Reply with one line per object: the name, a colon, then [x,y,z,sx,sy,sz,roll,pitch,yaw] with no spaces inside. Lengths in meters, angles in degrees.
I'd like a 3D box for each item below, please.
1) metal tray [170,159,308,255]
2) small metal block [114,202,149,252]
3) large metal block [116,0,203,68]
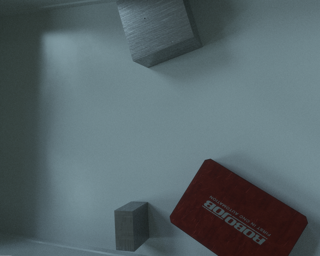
metal tray: [0.089,0.107,0.366,0.130,0.030,0.090,31,88,17]
small metal block: [-0.036,0.128,0.409,0.025,0.050,0.050,-3,89,20]
large metal block: [0.000,-0.132,0.396,0.080,0.050,0.080,-18,85,19]
